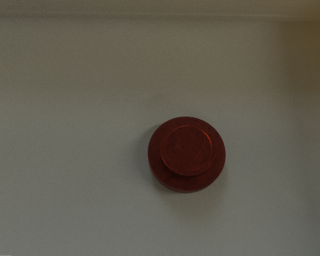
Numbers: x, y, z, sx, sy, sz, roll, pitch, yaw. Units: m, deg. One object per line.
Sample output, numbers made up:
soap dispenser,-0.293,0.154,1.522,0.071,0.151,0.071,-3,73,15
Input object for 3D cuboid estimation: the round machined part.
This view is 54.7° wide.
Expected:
round machined part,0.034,0.030,0.390,0.099,0.042,0.098,0,70,-1
